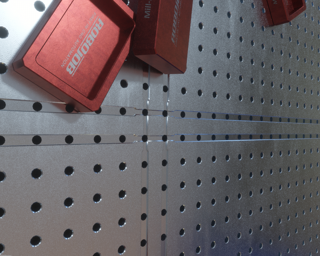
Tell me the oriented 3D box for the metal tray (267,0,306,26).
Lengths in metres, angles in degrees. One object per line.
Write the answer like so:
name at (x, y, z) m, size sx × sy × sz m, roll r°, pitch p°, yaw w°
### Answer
metal tray at (0.243, -0.281, 0.612) m, size 0.091 × 0.030 × 0.129 m, roll -38°, pitch 114°, yaw -34°

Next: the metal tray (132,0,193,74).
metal tray at (0.008, -0.142, 0.393) m, size 0.090 × 0.030 × 0.129 m, roll 15°, pitch 80°, yaw -62°

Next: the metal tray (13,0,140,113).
metal tray at (-0.082, -0.093, 0.337) m, size 0.090 × 0.030 × 0.130 m, roll 37°, pitch 67°, yaw -34°
